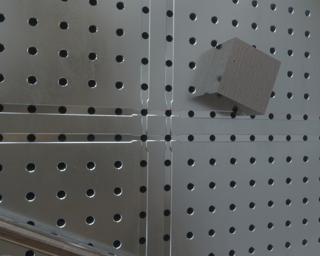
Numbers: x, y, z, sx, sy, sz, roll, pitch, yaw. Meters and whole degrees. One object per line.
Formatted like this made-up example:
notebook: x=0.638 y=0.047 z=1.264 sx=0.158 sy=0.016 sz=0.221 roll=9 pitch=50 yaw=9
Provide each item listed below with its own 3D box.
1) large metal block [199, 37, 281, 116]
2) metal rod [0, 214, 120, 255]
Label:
large metal block: x=0.113 y=-0.069 z=0.441 sx=0.080 sy=0.050 sz=0.080 roll=22 pitch=83 yaw=-19
metal rod: x=-0.093 y=0.155 z=0.378 sx=0.301 sy=0.025 sz=0.025 roll=27 pitch=81 yaw=-18
